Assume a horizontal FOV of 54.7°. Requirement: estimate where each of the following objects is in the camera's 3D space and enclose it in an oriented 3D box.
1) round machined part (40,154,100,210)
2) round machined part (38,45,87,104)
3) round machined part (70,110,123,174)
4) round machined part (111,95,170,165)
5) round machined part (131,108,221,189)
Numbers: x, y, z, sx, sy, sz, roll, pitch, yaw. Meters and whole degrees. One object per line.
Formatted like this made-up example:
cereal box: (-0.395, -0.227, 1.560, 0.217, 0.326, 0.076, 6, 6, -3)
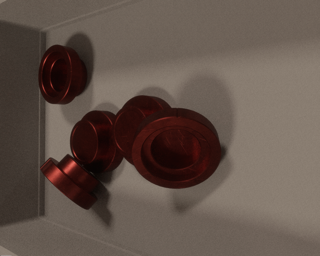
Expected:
round machined part: (-0.132, 0.077, 0.478, 0.098, 0.098, 0.042, 34, 76, 34)
round machined part: (-0.161, -0.088, 0.526, 0.098, 0.042, 0.097, 0, 90, 39)
round machined part: (-0.101, 0.022, 0.477, 0.098, 0.042, 0.097, 0, 90, 39)
round machined part: (-0.027, 0.005, 0.416, 0.098, 0.042, 0.097, 0, 90, 39)
round machined part: (0.018, 0.019, 0.356, 0.097, 0.098, 0.042, -52, 16, 27)
